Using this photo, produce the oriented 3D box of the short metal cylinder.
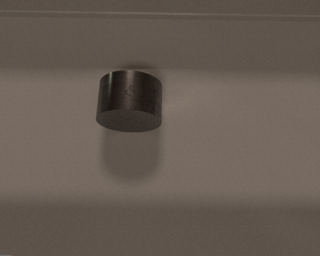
[{"bbox_3d":[-0.038,-0.031,0.391,0.081,0.080,0.050,1,70,0],"label":"short metal cylinder"}]
